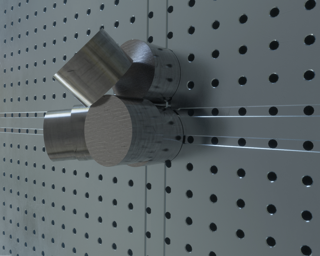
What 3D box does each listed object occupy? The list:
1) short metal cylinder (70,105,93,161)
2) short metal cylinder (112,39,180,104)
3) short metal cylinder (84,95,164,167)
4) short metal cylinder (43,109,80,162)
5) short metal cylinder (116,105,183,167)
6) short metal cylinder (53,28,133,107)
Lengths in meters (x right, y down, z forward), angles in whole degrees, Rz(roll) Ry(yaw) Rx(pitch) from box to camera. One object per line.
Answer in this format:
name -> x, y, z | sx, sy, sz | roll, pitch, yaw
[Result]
short metal cylinder -> -0.091, 0.005, 0.439 | 0.050, 0.080, 0.080 | -5, 86, -2
short metal cylinder -> -0.020, -0.072, 0.409 | 0.080, 0.050, 0.079 | 0, 90, 40
short metal cylinder -> -0.043, 0.003, 0.361 | 0.080, 0.050, 0.080 | 0, 90, 40
short metal cylinder -> -0.143, 0.010, 0.483 | 0.050, 0.080, 0.080 | -6, 85, -2
short metal cylinder -> -0.017, 0.009, 0.406 | 0.080, 0.050, 0.080 | 0, 90, 40
short metal cylinder -> -0.078, -0.070, 0.364 | 0.080, 0.080, 0.050 | -30, 115, 36
